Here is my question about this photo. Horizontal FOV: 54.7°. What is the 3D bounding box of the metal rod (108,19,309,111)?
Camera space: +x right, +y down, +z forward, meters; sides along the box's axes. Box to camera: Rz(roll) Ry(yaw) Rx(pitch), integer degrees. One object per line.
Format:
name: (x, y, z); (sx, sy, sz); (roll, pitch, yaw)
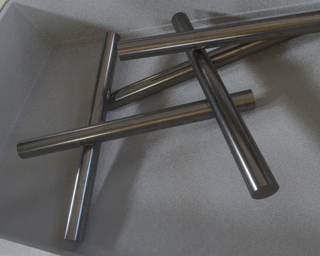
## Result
metal rod: (0.048, -0.084, 0.432); (0.301, 0.025, 0.025); (-20, 54, 16)

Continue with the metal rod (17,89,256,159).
metal rod: (-0.035, -0.003, 0.389); (0.301, 0.025, 0.025); (-12, 56, 7)

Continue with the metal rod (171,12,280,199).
metal rod: (0.060, -0.053, 0.366); (0.025, 0.025, 0.300); (-26, 48, 12)

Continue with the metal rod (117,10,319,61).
metal rod: (0.098, -0.115, 0.376); (0.301, 0.025, 0.025); (-7, 58, 6)

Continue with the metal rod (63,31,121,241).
metal rod: (-0.090, -0.003, 0.430); (0.025, 0.025, 0.299); (-4, 67, 26)
